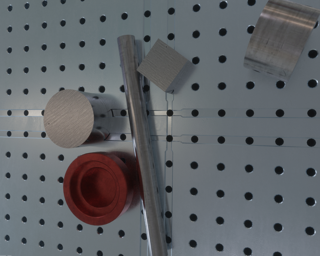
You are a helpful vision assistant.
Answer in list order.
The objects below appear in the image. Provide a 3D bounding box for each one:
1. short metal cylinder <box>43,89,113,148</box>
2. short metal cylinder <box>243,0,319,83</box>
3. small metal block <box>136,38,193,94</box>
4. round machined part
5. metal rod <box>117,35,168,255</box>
[{"bbox_3d":[-0.115,-0.012,0.440,0.080,0.050,0.079,0,90,20],"label":"short metal cylinder"},{"bbox_3d":[0.132,-0.095,0.337,0.050,0.080,0.080,25,98,18],"label":"short metal cylinder"},{"bbox_3d":[0.006,-0.081,0.410,0.050,0.025,0.050,40,102,15],"label":"small metal block"},{"bbox_3d":[-0.081,0.081,0.432,0.098,0.042,0.097,0,90,19],"label":"round machined part"},{"bbox_3d":[-0.024,0.023,0.420,0.025,0.025,0.298,-10,87,19],"label":"metal rod"}]
